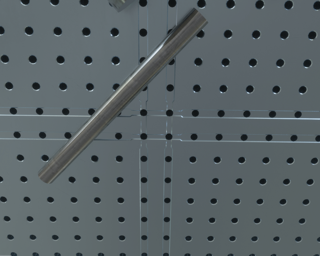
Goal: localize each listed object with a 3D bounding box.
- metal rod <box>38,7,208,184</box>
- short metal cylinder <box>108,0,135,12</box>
[{"bbox_3d":[-0.056,-0.032,0.400,0.025,0.025,0.299,42,104,-14],"label":"metal rod"},{"bbox_3d":[-0.032,-0.168,0.322,0.080,0.080,0.050,-39,106,13],"label":"short metal cylinder"}]
